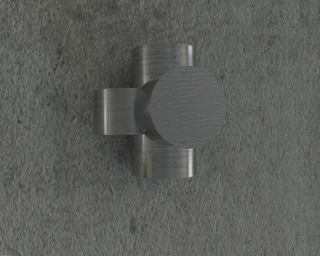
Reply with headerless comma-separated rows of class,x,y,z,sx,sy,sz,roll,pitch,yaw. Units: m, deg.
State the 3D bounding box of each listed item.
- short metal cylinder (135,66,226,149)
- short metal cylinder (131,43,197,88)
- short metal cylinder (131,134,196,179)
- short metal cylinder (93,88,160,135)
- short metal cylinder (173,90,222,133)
short metal cylinder,0.020,-0.020,0.320,0.081,0.050,0.079,0,90,-21
short metal cylinder,0.005,-0.070,0.384,0.081,0.080,0.050,-2,91,-20
short metal cylinder,0.005,0.031,0.384,0.081,0.080,0.050,0,90,-20
short metal cylinder,-0.038,-0.018,0.368,0.081,0.080,0.050,-1,91,-20
short metal cylinder,0.039,-0.019,0.396,0.081,0.080,0.050,0,91,-20
